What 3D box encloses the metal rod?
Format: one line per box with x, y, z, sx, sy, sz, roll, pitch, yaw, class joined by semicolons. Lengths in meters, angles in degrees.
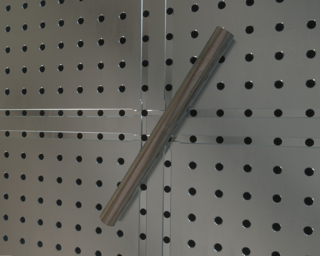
0.004;0.006;0.410;0.025;0.025;0.299;35;101;16;metal rod
